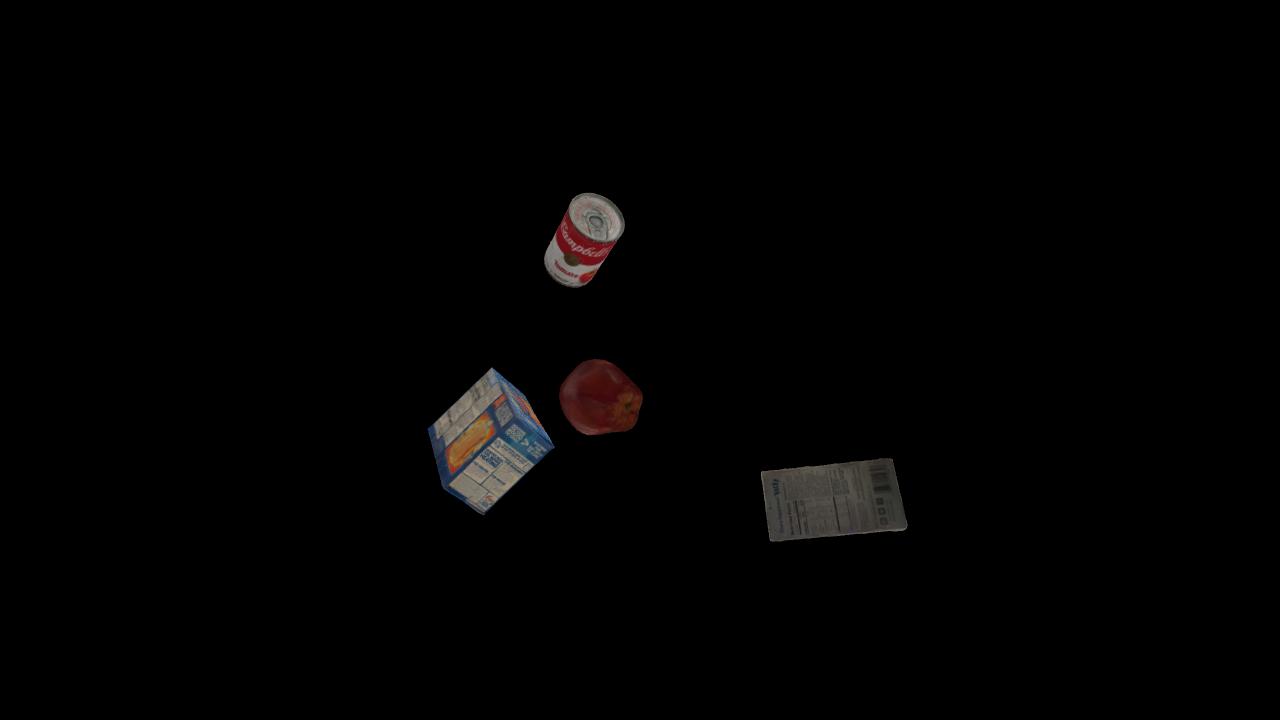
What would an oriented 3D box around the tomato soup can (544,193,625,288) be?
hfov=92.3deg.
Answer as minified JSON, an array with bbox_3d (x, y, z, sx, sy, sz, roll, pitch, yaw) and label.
[{"bbox_3d":[-0.069,-0.139,0.726,0.068,0.068,0.101,0,-25,-28],"label":"tomato soup can"}]

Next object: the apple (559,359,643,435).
[{"bbox_3d":[-0.040,0.039,0.634,0.079,0.079,0.093,0,8,-36],"label":"apple"}]

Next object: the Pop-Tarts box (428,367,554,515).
[{"bbox_3d":[-0.224,0.114,0.906,0.083,0.141,0.167,46,-2,-35],"label":"Pop-Tarts box"}]

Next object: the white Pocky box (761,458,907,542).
[{"bbox_3d":[0.226,0.166,0.726,0.154,0.084,0.028,-9,-22,12],"label":"white Pocky box"}]
